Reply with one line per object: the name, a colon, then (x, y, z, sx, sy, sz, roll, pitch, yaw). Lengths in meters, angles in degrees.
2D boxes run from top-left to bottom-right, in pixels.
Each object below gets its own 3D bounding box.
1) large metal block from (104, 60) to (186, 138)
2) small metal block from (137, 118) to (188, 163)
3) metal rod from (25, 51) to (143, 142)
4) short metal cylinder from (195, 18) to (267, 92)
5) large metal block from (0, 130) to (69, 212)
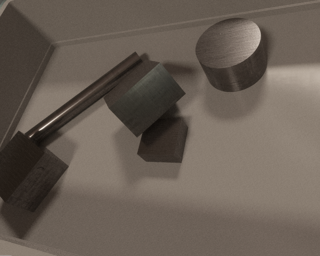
large metal block: (-0.024, -0.042, 0.405, 0.080, 0.050, 0.080, -42, 21, -1)
small metal block: (0.004, 0.016, 0.393, 0.050, 0.025, 0.050, -1, 61, 27)
metal rod: (-0.153, -0.023, 0.497, 0.300, 0.025, 0.025, -36, 51, 4)
short metal cylinder: (0.092, -0.093, 0.398, 0.080, 0.050, 0.080, -13, 56, 20)
large metal block: (-0.196, 0.062, 0.452, 0.080, 0.050, 0.080, 27, 76, 37)
